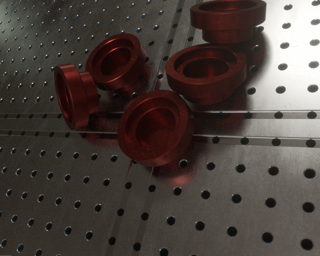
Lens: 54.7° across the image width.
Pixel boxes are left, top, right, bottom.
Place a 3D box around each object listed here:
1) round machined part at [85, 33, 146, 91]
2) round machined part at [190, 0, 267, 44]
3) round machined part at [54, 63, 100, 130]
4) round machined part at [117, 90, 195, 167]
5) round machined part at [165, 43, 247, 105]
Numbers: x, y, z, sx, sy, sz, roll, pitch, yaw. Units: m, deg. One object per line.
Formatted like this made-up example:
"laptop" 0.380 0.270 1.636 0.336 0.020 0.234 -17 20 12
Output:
"round machined part" -0.065 -0.099 0.490 0.098 0.042 0.098 -13 56 20
"round machined part" 0.091 -0.144 0.419 0.099 0.042 0.098 -5 31 3
"round machined part" -0.124 -0.049 0.467 0.042 0.097 0.098 -16 46 -27
"round machined part" -0.002 0.004 0.393 0.098 0.042 0.098 -13 58 22
"round machined part" 0.059 -0.066 0.392 0.099 0.042 0.098 -7 40 7
